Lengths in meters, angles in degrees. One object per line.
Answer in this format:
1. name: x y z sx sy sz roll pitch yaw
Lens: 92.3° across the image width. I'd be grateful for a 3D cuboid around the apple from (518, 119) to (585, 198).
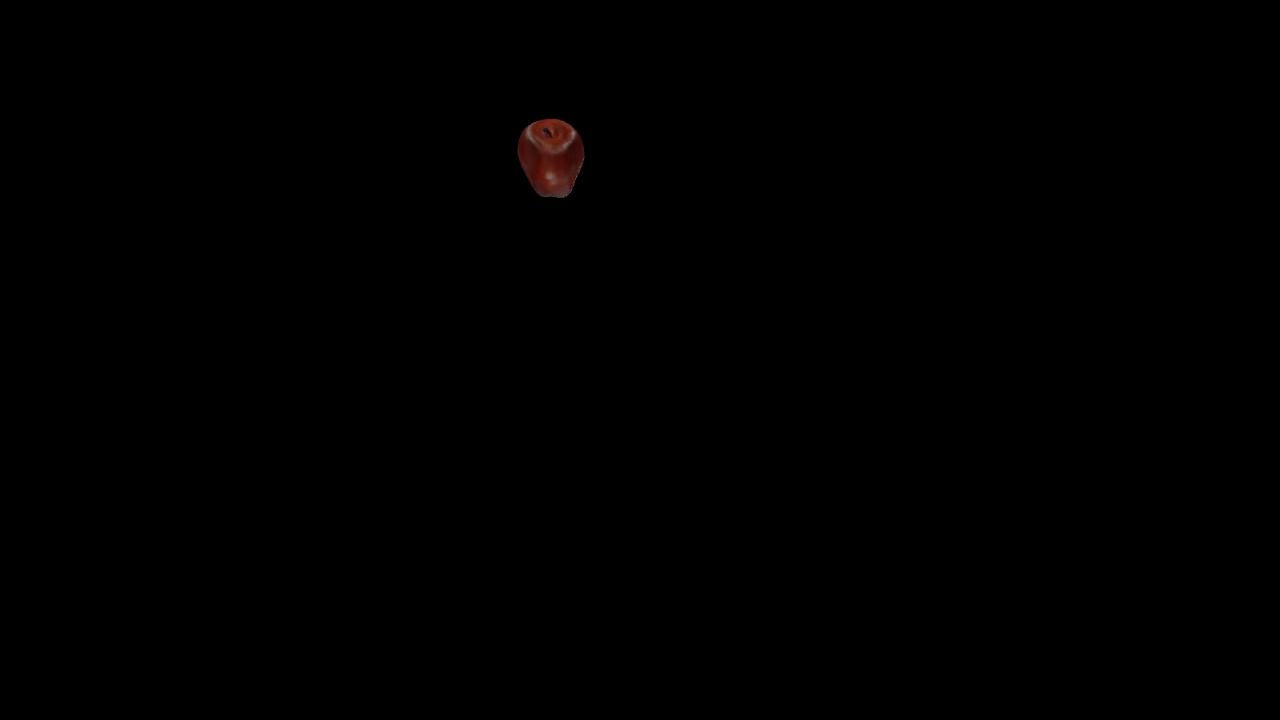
1. apple: -0.107 -0.240 0.732 0.079 0.079 0.093 0 -30 -4
